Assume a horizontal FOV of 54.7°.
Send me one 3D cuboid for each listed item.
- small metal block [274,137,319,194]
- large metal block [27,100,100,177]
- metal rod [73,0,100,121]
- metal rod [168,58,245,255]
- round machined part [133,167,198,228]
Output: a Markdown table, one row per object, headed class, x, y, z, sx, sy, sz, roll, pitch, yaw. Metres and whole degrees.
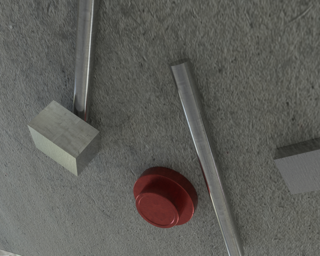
| class | x | y | z | sx | sy | sz | roll | pitch | yaw |
| --- | --- | --- | --- | --- | --- | --- | --- | --- | --- |
| small metal block | 0.164 | 0.043 | 0.347 | 0.050 | 0.025 | 0.050 | -21 | 108 | 35 |
| large metal block | -0.138 | 0.018 | 0.454 | 0.080 | 0.050 | 0.080 | 34 | 152 | 5 |
| metal rod | -0.086 | -0.133 | 0.367 | 0.025 | 0.025 | 0.298 | 24 | 127 | 13 |
| metal rod | 0.067 | 0.056 | 0.404 | 0.025 | 0.025 | 0.298 | -6 | 116 | 30 |
| round machined part | 0.003 | 0.109 | 0.460 | 0.098 | 0.042 | 0.097 | 13 | 124 | 20 |
